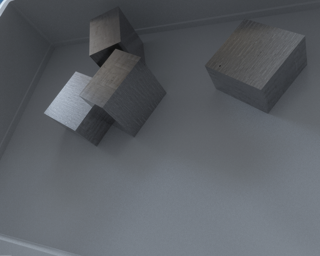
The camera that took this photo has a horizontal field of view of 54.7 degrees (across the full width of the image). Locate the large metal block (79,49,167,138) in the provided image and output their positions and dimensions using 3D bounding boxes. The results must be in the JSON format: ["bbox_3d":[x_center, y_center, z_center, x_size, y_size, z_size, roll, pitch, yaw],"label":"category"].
[{"bbox_3d":[-0.048,-0.046,0.422,0.050,0.080,0.080,27,76,36],"label":"large metal block"}]

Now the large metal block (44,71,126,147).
[{"bbox_3d":[-0.111,-0.030,0.464,0.080,0.050,0.080,24,74,36],"label":"large metal block"}]

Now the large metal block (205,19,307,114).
[{"bbox_3d":[0.116,-0.076,0.375,0.080,0.050,0.080,34,81,38],"label":"large metal block"}]

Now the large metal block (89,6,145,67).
[{"bbox_3d":[-0.064,-0.122,0.477,0.050,0.080,0.080,-20,54,17],"label":"large metal block"}]
